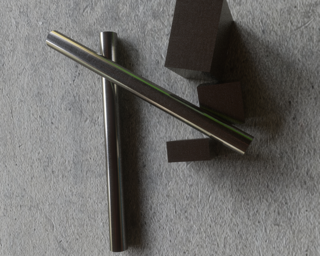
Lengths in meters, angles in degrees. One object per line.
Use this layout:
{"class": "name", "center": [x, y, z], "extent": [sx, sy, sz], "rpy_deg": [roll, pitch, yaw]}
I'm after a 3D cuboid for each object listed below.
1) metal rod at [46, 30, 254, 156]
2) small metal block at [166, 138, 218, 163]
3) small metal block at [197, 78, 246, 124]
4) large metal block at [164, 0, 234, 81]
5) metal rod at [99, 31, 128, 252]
{"class": "metal rod", "center": [-0.025, -0.052, 0.388], "extent": [0.301, 0.025, 0.025], "rpy_deg": [30, 100, 17]}
{"class": "small metal block", "center": [0.041, 0.026, 0.381], "extent": [0.050, 0.050, 0.025], "rpy_deg": [-6, 88, 19]}
{"class": "small metal block", "center": [0.075, -0.031, 0.375], "extent": [0.050, 0.025, 0.050], "rpy_deg": [-5, 105, 19]}
{"class": "large metal block", "center": [0.049, -0.101, 0.362], "extent": [0.050, 0.080, 0.079], "rpy_deg": [11, 93, 19]}
{"class": "metal rod", "center": [-0.064, 0.018, 0.430], "extent": [0.025, 0.025, 0.298], "rpy_deg": [-3, 89, 19]}
